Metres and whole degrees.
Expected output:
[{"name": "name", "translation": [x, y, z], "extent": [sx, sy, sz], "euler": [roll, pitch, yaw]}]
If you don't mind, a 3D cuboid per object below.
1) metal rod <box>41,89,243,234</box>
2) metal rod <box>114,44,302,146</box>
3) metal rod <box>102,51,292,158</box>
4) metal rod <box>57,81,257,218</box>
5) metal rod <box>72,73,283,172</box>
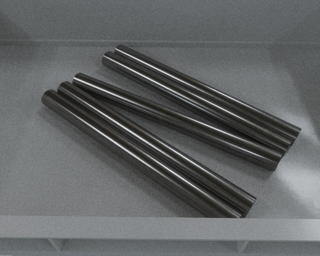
[{"name": "metal rod", "translation": [-0.039, 0.028, 0.380], "extent": [0.300, 0.025, 0.025], "euler": [31, 57, 23]}, {"name": "metal rod", "translation": [0.054, -0.057, 0.451], "extent": [0.300, 0.025, 0.025], "euler": [30, 56, 22]}, {"name": "metal rod", "translation": [0.036, -0.042, 0.439], "extent": [0.300, 0.025, 0.025], "euler": [30, 56, 22]}, {"name": "metal rod", "translation": [-0.021, 0.015, 0.391], "extent": [0.300, 0.025, 0.025], "euler": [31, 57, 23]}, {"name": "metal rod", "translation": [0.010, -0.015, 0.416], "extent": [0.301, 0.025, 0.025], "euler": [23, 54, 18]}]
